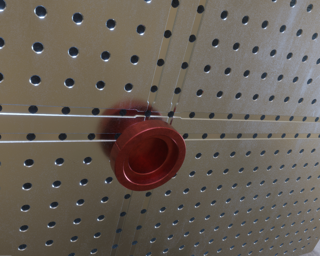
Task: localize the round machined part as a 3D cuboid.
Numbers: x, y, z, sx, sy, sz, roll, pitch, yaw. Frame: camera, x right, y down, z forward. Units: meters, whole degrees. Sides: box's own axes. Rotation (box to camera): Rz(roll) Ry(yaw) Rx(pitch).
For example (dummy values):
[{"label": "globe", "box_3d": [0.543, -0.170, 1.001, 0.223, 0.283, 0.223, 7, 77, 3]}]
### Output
[{"label": "round machined part", "box_3d": [-0.019, 0.032, 0.409, 0.099, 0.042, 0.097, -14, 124, -21]}]
